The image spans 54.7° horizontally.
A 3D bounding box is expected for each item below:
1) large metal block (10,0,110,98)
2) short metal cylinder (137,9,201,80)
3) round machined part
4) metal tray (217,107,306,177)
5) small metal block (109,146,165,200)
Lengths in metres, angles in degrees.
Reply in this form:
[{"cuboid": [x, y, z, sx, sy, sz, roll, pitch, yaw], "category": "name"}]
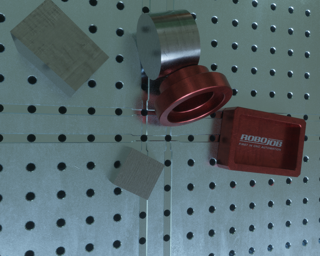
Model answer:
[{"cuboid": [-0.110, -0.082, 0.343, 0.080, 0.080, 0.050, 44, 76, -15], "category": "large metal block"}, {"cuboid": [0.008, -0.104, 0.386, 0.050, 0.080, 0.080, -14, 95, -20], "category": "short metal cylinder"}, {"cuboid": [0.038, -0.043, 0.393, 0.099, 0.098, 0.042, -14, 69, -20], "category": "round machined part"}, {"cuboid": [0.155, 0.022, 0.466, 0.131, 0.030, 0.089, 9, 87, -20], "category": "metal tray"}, {"cuboid": [-0.030, 0.058, 0.402, 0.050, 0.025, 0.050, 30, 80, -18], "category": "small metal block"}]
